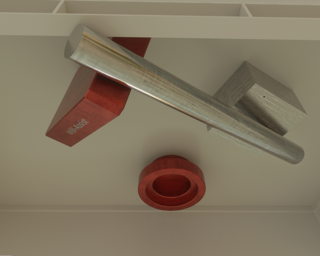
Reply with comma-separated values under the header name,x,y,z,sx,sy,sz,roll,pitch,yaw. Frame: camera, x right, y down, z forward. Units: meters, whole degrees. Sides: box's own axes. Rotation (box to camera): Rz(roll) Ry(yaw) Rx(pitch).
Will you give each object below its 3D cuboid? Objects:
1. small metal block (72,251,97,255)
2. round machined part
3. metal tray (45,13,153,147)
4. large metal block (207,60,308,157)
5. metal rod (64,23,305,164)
name,x,y,z,sx,sy,sz,roll,pitch,yaw
small metal block,-0.163,0.287,0.654,0.050,0.025,0.050,12,129,-11
round machined part,0.017,0.078,0.465,0.099,0.042,0.097,-1,130,0
metal tray,-0.063,-0.039,0.299,0.030,0.090,0.130,30,151,-23
large metal block,0.112,-0.021,0.377,0.080,0.050,0.080,26,125,-21
metal rod,0.055,-0.012,0.292,0.302,0.025,0.025,22,128,-37
